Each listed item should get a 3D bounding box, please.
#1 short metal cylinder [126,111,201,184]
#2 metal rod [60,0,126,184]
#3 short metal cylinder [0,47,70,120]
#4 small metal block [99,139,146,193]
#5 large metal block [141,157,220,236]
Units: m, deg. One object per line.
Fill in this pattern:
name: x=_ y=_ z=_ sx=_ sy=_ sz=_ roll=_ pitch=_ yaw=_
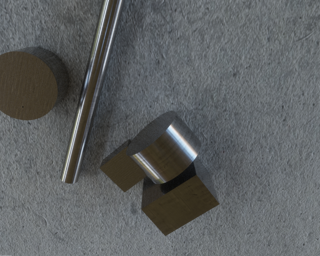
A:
short metal cylinder: x=0.004 y=0.023 z=0.389 sx=0.080 sy=0.080 sz=0.050 roll=-38 pitch=106 yaw=12
metal rod: x=-0.081 y=-0.062 z=0.385 sx=0.025 sy=0.025 sz=0.298 roll=17 pitch=109 yaw=-7
short metal cylinder: x=-0.157 y=-0.055 z=0.374 sx=0.081 sy=0.050 sz=0.079 roll=0 pitch=110 yaw=-1
small metal block: x=-0.046 y=0.052 z=0.429 sx=0.050 sy=0.025 sz=0.050 roll=-38 pitch=106 yaw=12
large metal block: x=0.024 y=0.081 z=0.411 sx=0.080 sy=0.080 sz=0.050 roll=-34 pitch=107 yaw=11
